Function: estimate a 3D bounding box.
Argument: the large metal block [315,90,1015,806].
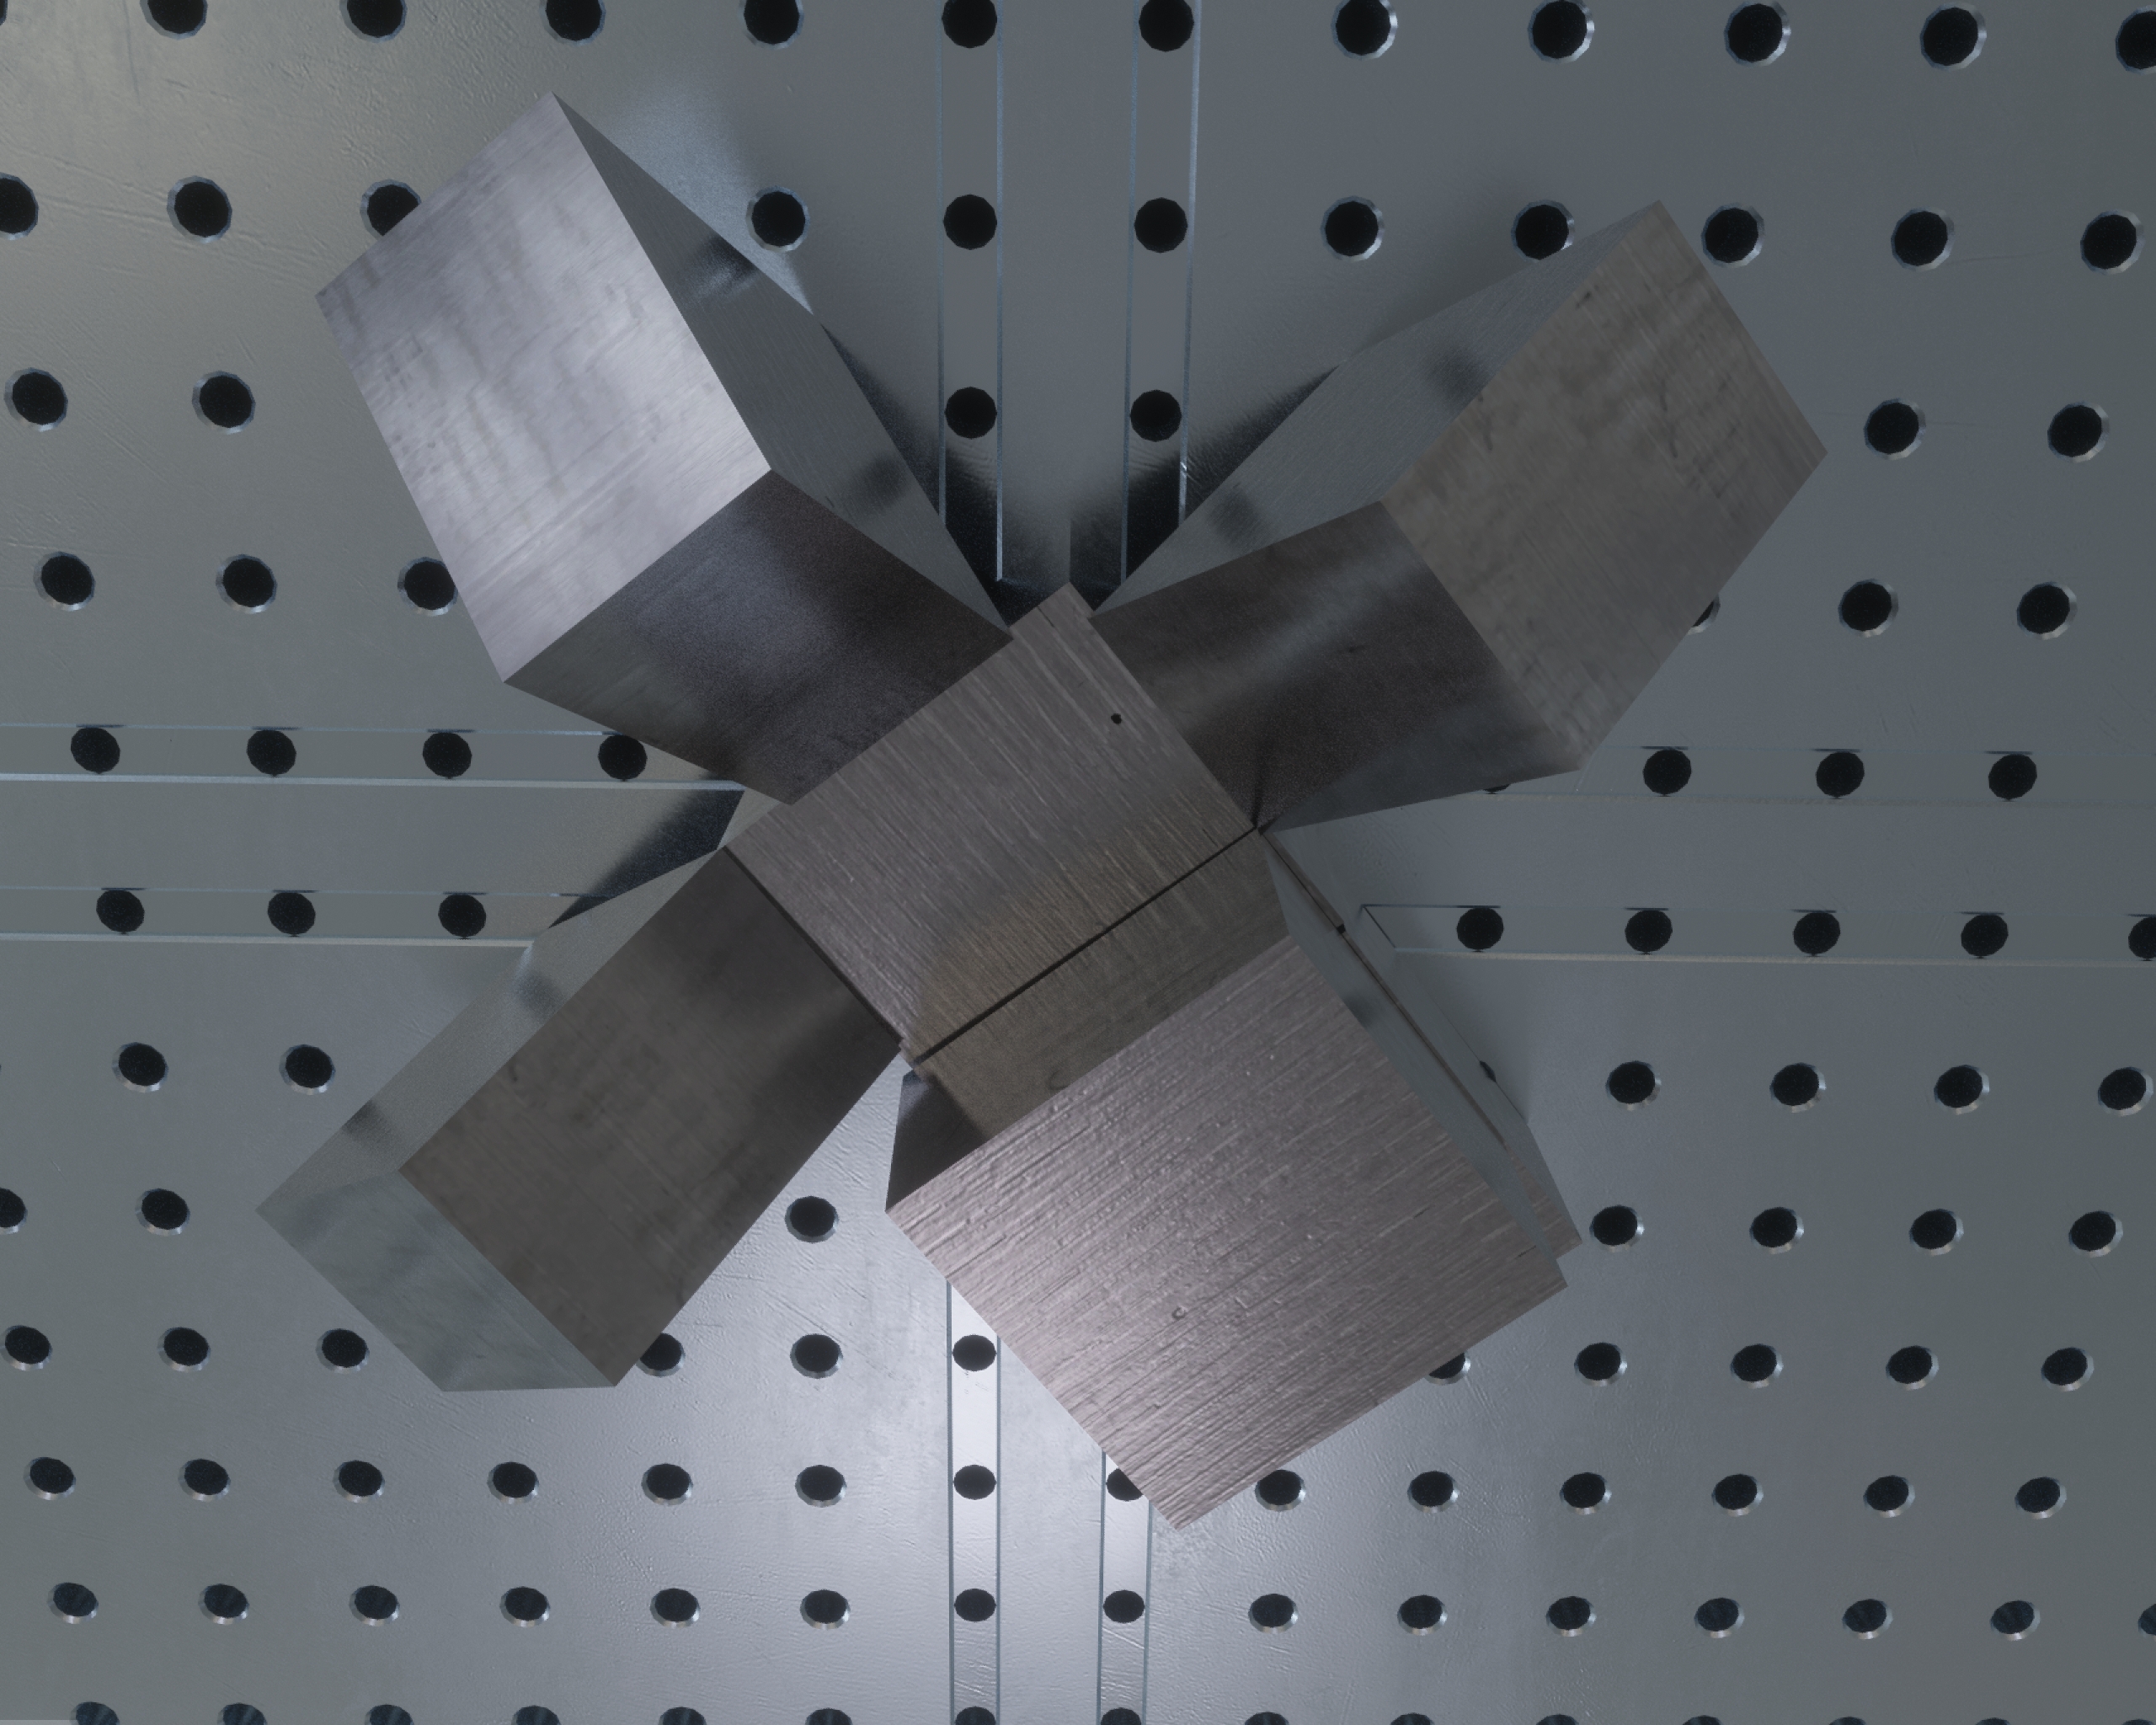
[{"bbox_3d":[-0.065,-0.064,0.344,0.050,0.080,0.080,-36,67,12],"label":"large metal block"}]

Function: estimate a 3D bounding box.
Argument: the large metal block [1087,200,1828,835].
[{"bbox_3d":[0.062,-0.054,0.348,0.050,0.080,0.080,50,63,-16],"label":"large metal block"}]

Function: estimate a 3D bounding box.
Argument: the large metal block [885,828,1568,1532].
[{"bbox_3d":[0.025,0.055,0.366,0.080,0.050,0.080,-36,107,11],"label":"large metal block"}]

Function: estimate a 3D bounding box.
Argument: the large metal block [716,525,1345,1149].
[{"bbox_3d":[-0.008,-0.004,0.398,0.080,0.050,0.080,-36,106,12],"label":"large metal block"}]

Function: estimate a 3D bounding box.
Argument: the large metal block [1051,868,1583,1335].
[{"bbox_3d":[0.041,0.057,0.420,0.080,0.050,0.080,-35,105,11],"label":"large metal block"}]

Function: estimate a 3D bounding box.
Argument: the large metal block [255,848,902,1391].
[{"bbox_3d":[-0.093,0.049,0.385,0.050,0.080,0.080,51,144,-15],"label":"large metal block"}]
